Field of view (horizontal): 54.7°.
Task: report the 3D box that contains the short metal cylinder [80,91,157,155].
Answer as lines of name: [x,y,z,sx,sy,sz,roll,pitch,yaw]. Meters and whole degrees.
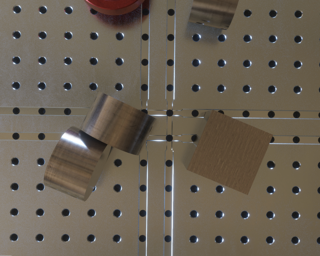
short metal cylinder: [-0.051,-0.006,0.385,0.080,0.080,0.050,26,90,0]

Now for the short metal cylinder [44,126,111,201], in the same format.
short metal cylinder: [-0.100,0.044,0.385,0.050,0.080,0.080,22,90,0]

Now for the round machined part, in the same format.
round machined part: [-0.060,-0.195,0.404,0.099,0.042,0.097,0,90,0]

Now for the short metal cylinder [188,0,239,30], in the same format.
short metal cylinder: [0.069,-0.168,0.386,0.050,0.080,0.080,13,90,0]

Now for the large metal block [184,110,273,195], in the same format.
large metal block: [0.085,0.029,0.401,0.080,0.050,0.080,23,90,0]
